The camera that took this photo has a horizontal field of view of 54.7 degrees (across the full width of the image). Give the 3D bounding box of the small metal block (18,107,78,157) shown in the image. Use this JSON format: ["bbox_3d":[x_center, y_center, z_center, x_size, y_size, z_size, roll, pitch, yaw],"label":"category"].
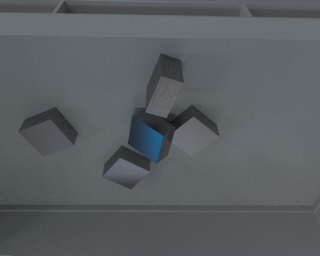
[{"bbox_3d":[-0.147,0.006,0.412,0.050,0.025,0.050,-20,128,15],"label":"small metal block"}]

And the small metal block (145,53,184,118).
[{"bbox_3d":[0.004,-0.048,0.352,0.025,0.050,0.050,16,128,-13],"label":"small metal block"}]

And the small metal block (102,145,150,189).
[{"bbox_3d":[-0.050,0.059,0.459,0.050,0.025,0.050,29,124,-23],"label":"small metal block"}]

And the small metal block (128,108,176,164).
[{"bbox_3d":[-0.012,0.010,0.401,0.050,0.025,0.050,34,134,23],"label":"small metal block"}]

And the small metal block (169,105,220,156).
[{"bbox_3d":[0.042,0.005,0.414,0.050,0.025,0.050,36,121,-27],"label":"small metal block"}]
